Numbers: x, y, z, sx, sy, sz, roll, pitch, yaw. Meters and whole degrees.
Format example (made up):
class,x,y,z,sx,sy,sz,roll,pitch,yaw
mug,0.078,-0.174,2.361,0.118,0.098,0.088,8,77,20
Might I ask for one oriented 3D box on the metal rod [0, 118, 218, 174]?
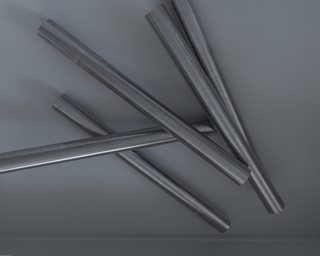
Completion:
class,x,y,z,sx,sy,sz,roll,pitch,yaw
metal rod,-0.070,0.022,0.389,0.302,0.025,0.025,-10,110,-8

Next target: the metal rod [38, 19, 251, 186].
class,x,y,z,sx,sy,sz,roll,pitch,yaw
metal rod,-0.016,-0.029,0.375,0.301,0.025,0.025,37,106,-3

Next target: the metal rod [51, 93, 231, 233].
class,x,y,z,sx,sy,sz,roll,pitch,yaw
metal rod,-0.017,0.056,0.431,0.301,0.025,0.025,39,105,-14

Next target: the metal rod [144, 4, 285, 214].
class,x,y,z,sx,sy,sz,roll,pitch,yaw
metal rod,0.075,-0.013,0.384,0.025,0.025,0.299,-32,104,10

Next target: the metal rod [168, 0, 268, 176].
class,x,y,z,sx,sy,sz,roll,pitch,yaw
metal rod,0.084,-0.034,0.400,0.025,0.025,0.299,-26,109,9
